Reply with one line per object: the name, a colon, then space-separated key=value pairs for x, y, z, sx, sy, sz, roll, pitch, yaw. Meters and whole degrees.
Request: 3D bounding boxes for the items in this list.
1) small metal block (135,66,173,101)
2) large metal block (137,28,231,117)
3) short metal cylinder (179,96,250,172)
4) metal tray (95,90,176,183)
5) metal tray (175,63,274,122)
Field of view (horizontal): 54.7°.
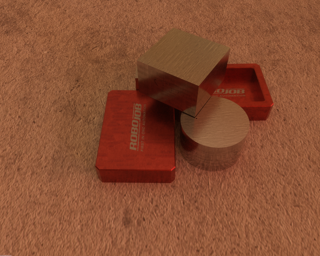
small metal block: x=-0.008 y=-0.060 z=0.439 sx=0.050 sy=0.050 sz=0.025 roll=1 pitch=50 yaw=0
large metal block: x=0.029 y=-0.071 z=0.382 sx=0.080 sy=0.050 sz=0.080 roll=26 pitch=55 yaw=20
short metal cylinder: x=0.065 y=0.007 z=0.383 sx=0.080 sy=0.050 sz=0.080 roll=0 pitch=50 yaw=0
metal tray: x=-0.027 y=0.007 z=0.397 sx=0.091 sy=0.030 sz=0.130 roll=1 pitch=50 yaw=0
metal tray: x=0.085 y=-0.052 z=0.446 sx=0.131 sy=0.030 sz=0.090 roll=-1 pitch=50 yaw=-1
